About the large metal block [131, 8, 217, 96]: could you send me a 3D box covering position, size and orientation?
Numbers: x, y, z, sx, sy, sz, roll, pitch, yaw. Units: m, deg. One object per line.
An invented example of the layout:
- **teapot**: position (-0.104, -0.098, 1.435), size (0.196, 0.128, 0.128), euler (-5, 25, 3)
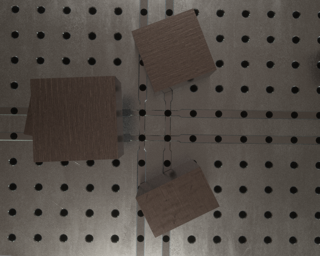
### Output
- **large metal block**: position (0.017, -0.094, 0.401), size (0.080, 0.050, 0.080), euler (-21, 90, -1)

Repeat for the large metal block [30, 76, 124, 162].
- **large metal block**: position (-0.082, -0.009, 0.320), size (0.081, 0.050, 0.079), euler (-2, 90, -1)

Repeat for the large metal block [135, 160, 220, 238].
- **large metal block**: position (0.020, 0.083, 0.386), size (0.080, 0.080, 0.050), euler (-26, 90, 0)

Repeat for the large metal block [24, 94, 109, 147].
- **large metal block**: position (-0.108, -0.011, 0.384), size (0.080, 0.080, 0.050), euler (10, 90, -1)
